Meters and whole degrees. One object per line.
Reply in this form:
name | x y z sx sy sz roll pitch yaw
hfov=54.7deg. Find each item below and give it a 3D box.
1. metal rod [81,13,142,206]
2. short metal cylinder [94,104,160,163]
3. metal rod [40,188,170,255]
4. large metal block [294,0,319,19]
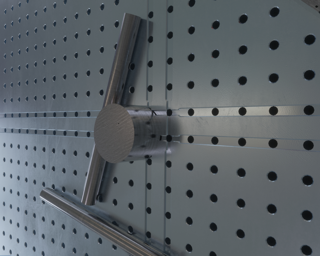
metal rod | -0.077 -0.020 0.473 0.025 0.025 0.298 25 106 37
short metal cylinder | -0.047 0.007 0.432 0.080 0.050 0.080 0 90 40
metal rod | -0.103 0.152 0.494 0.300 0.025 0.025 13 99 39
large metal block | 0.146 -0.151 0.273 0.080 0.050 0.080 52 120 27
